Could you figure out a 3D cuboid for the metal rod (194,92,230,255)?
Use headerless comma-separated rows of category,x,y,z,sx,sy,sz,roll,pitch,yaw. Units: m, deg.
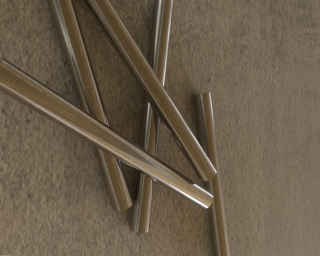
metal rod,0.083,0.095,0.477,0.025,0.025,0.298,-14,99,-39

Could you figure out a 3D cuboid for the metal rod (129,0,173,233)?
metal rod,-0.010,-0.021,0.397,0.025,0.025,0.298,10,84,-40

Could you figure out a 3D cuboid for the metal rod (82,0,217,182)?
metal rod,-0.016,-0.058,0.365,0.025,0.025,0.299,-43,108,-32

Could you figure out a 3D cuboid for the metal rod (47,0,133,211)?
metal rod,-0.081,-0.048,0.337,0.025,0.025,0.298,-24,106,-38

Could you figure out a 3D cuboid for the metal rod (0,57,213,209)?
metal rod,-0.037,0.025,0.340,0.301,0.025,0.025,36,68,-34
